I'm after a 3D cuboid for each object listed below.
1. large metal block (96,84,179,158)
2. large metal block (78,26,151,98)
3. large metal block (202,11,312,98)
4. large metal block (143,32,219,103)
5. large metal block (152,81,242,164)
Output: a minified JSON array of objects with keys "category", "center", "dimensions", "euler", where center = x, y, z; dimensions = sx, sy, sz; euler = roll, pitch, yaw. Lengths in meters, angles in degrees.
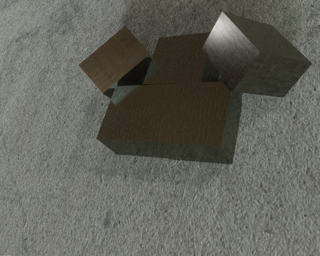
[{"category":"large metal block","center":[-0.024,-0.009,0.405],"dimensions":[0.080,0.050,0.080],"euler":[2,62,28]},{"category":"large metal block","center":[-0.058,-0.088,0.443],"dimensions":[0.080,0.080,0.050],"euler":[-40,86,1]},{"category":"large metal block","center":[0.108,-0.083,0.356],"dimensions":[0.050,0.081,0.080],"euler":[-61,39,38]},{"category":"large metal block","center":[0.034,-0.078,0.419],"dimensions":[0.080,0.050,0.080],"euler":[3,63,29]},{"category":"large metal block","center":[0.046,-0.007,0.366],"dimensions":[0.080,0.050,0.080],"euler":[2,62,28]}]
